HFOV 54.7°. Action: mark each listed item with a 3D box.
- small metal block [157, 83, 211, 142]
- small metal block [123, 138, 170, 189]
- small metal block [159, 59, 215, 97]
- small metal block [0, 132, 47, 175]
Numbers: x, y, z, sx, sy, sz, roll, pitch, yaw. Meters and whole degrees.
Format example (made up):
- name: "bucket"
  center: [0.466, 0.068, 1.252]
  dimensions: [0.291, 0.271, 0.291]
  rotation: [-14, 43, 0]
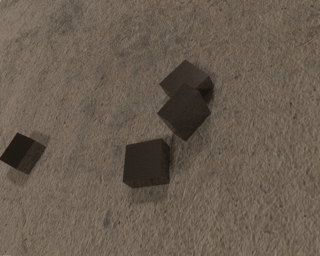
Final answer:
- name: "small metal block"
  center: [0.031, -0.018, 0.382]
  dimensions: [0.050, 0.050, 0.025]
  rotation: [-49, 52, -6]
- name: "small metal block"
  center: [-0.016, 0.044, 0.384]
  dimensions: [0.050, 0.025, 0.050]
  rotation: [-12, 57, 21]
- name: "small metal block"
  center: [0.036, -0.058, 0.420]
  dimensions: [0.050, 0.025, 0.050]
  rotation: [-43, 51, -2]
- name: "small metal block"
  center: [-0.217, 0.040, 0.491]
  dimensions: [0.050, 0.025, 0.050]
  rotation: [16, 70, 34]
